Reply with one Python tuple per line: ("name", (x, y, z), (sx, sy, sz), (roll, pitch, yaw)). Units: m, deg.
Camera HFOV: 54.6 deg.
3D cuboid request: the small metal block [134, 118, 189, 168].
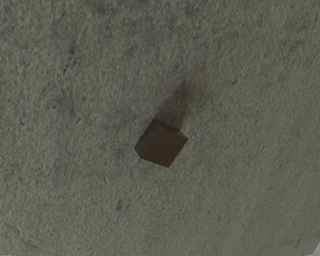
("small metal block", (0.002, 0.021, 0.420), (0.050, 0.025, 0.050), (24, 105, -37))
